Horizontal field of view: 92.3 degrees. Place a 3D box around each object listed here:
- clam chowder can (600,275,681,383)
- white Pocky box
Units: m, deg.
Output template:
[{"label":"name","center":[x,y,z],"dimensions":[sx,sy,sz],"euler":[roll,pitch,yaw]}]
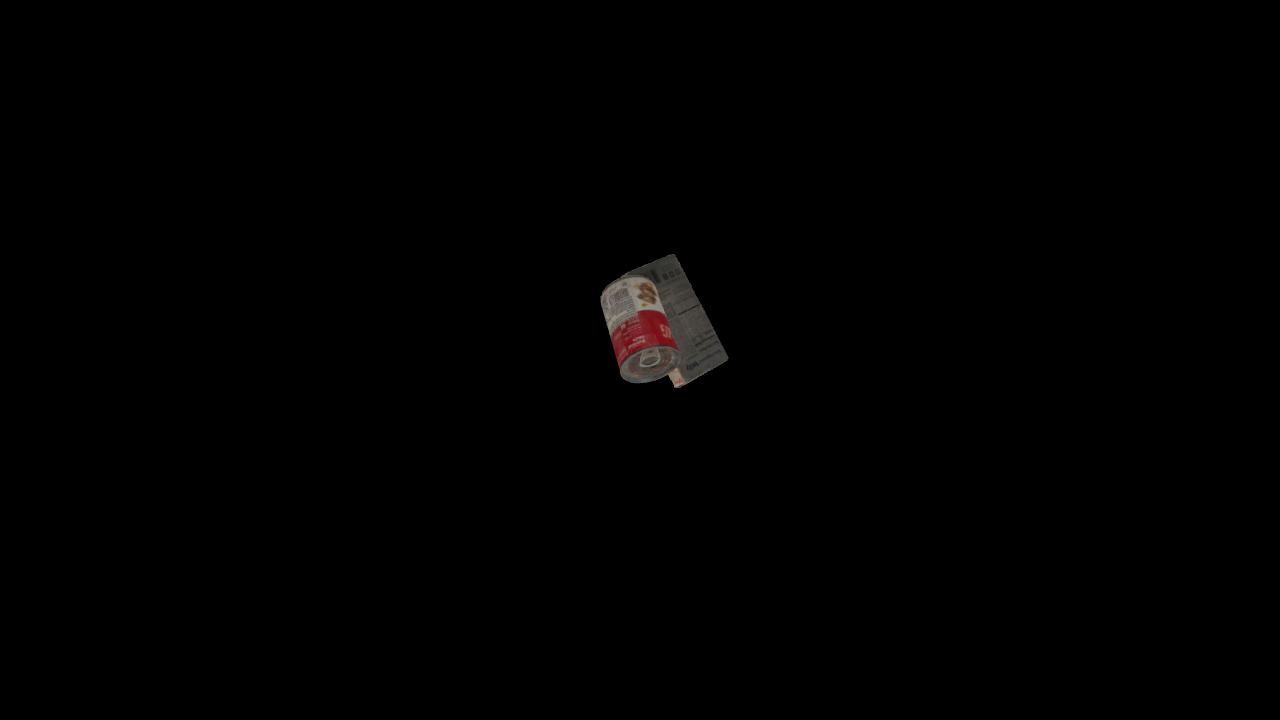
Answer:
[{"label":"clam chowder can","center":[-0.002,-0.035,0.678],"dimensions":[0.068,0.102,0.068],"euler":[-13,-32,-8]},{"label":"white Pocky box","center":[0.043,-0.050,0.769],"dimensions":[0.084,0.154,0.028],"euler":[-27,0,-35]}]
